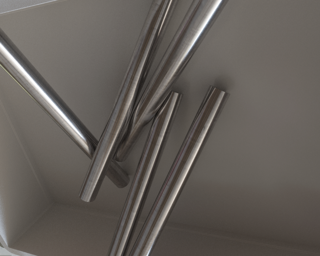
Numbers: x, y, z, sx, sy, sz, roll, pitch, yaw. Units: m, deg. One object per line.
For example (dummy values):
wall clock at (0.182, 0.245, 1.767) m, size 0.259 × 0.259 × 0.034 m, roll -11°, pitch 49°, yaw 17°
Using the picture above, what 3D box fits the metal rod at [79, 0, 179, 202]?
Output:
metal rod at (-0.045, -0.025, 0.377) m, size 0.025 × 0.025 × 0.298 m, roll 30°, pitch 116°, yaw 9°

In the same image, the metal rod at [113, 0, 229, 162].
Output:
metal rod at (-0.005, -0.038, 0.348) m, size 0.025 × 0.025 × 0.298 m, roll 38°, pitch 140°, yaw 2°

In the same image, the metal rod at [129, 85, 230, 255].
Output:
metal rod at (0.008, 0.089, 0.382) m, size 0.025 × 0.025 × 0.298 m, roll 27°, pitch 103°, yaw 11°

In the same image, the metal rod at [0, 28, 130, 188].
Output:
metal rod at (-0.114, -0.006, 0.390) m, size 0.025 × 0.025 × 0.299 m, roll 1°, pitch 143°, yaw 28°

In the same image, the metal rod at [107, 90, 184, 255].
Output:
metal rod at (-0.031, 0.094, 0.403) m, size 0.025 × 0.025 × 0.298 m, roll 22°, pitch 101°, yaw 15°
